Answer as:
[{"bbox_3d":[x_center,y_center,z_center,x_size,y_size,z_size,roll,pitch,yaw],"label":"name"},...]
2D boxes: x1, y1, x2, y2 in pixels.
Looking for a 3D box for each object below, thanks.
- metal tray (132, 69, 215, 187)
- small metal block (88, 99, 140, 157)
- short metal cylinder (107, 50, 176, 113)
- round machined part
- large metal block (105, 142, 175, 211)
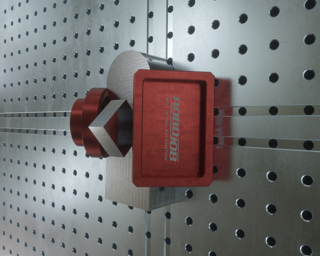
[{"bbox_3d":[0.014,0.001,0.357,0.030,0.091,0.129,-174,85,-83],"label":"metal tray"},{"bbox_3d":[-0.052,0.000,0.381,0.025,0.050,0.050,0,132,37],"label":"small metal block"},{"bbox_3d":[-0.025,-0.059,0.413,0.080,0.050,0.080,0,90,40],"label":"short metal cylinder"},{"bbox_3d":[-0.093,-0.007,0.433,0.042,0.098,0.097,1,91,7],"label":"round machined part"},{"bbox_3d":[-0.027,0.058,0.415,0.080,0.050,0.079,3,92,40],"label":"large metal block"}]
